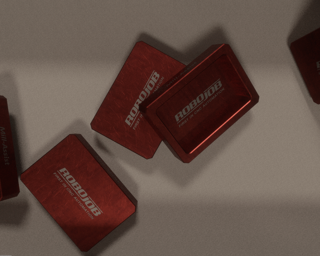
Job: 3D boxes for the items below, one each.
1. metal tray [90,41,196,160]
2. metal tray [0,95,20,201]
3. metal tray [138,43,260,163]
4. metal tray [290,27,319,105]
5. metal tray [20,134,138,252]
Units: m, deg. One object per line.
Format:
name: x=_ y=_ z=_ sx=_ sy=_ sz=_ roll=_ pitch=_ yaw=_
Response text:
metal tray: x=-0.020 y=-0.036 z=0.409 sx=0.090 sy=0.030 sz=0.130 roll=29 pitch=90 yaw=-1
metal tray: x=-0.232 y=0.029 z=0.390 sx=0.090 sy=0.030 sz=0.129 roll=-10 pitch=87 yaw=16
metal tray: x=0.051 y=-0.031 z=0.385 sx=0.130 sy=0.030 sz=0.090 roll=-40 pitch=111 yaw=-9
metal tray: x=0.225 y=-0.086 z=0.361 sx=0.030 sy=0.130 sz=0.090 roll=-24 pitch=91 yaw=-22
metal tray: x=-0.104 y=0.083 z=0.408 sx=0.090 sy=0.030 sz=0.130 roll=-40 pitch=91 yaw=0
